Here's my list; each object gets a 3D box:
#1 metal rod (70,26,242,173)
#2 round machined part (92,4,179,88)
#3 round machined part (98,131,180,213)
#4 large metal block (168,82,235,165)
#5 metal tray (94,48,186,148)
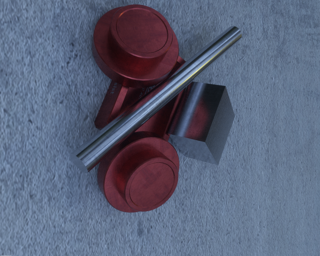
[{"bbox_3d":[0.015,-0.052,0.380,0.302,0.025,0.025,-43,116,-32],"label":"metal rod"},{"bbox_3d":[-0.024,-0.098,0.348,0.099,0.042,0.098,6,69,-16],"label":"round machined part"},{"bbox_3d":[-0.018,0.056,0.358,0.099,0.042,0.097,-13,117,-27],"label":"round machined part"},{"bbox_3d":[0.060,-0.005,0.421,0.080,0.050,0.080,-67,151,-19],"label":"large metal block"},{"bbox_3d":[-0.016,-0.042,0.389,0.090,0.030,0.130,31,71,-36],"label":"metal tray"}]
